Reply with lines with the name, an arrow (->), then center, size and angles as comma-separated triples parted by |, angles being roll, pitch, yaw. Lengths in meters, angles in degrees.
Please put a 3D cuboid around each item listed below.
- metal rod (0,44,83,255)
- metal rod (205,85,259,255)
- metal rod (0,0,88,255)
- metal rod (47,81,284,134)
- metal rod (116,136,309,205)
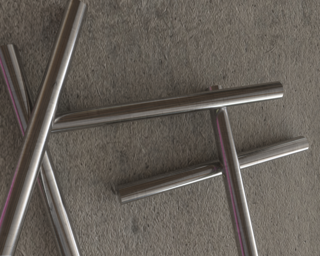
metal rod -> -0.133, 0.054, 0.359 | 0.025, 0.025, 0.298 | -17, 96, -19
metal rod -> 0.100, 0.088, 0.408 | 0.025, 0.025, 0.299 | -5, 78, -20
metal rod -> -0.129, -0.005, 0.336 | 0.025, 0.025, 0.299 | 17, 75, -19
metal rod -> 0.016, -0.028, 0.393 | 0.302, 0.025, 0.025 | -9, 93, -12
metal rod -> 0.087, 0.055, 0.441 | 0.302, 0.025, 0.025 | -12, 94, -20
